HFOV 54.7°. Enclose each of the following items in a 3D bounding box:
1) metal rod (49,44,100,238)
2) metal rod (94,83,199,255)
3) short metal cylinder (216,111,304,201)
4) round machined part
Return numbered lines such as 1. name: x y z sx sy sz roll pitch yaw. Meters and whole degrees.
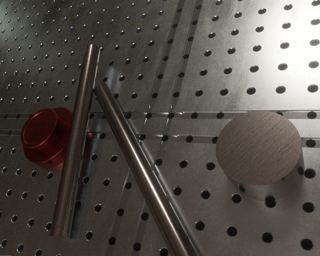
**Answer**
1. metal rod: -0.119 0.002 0.454 0.025 0.025 0.299 -9 62 23
2. metal rod: -0.031 0.039 0.399 0.025 0.025 0.300 -35 51 4
3. short metal cylinder: 0.104 0.029 0.320 0.080 0.050 0.080 -13 56 20
4. round machined part: -0.174 0.009 0.481 0.098 0.042 0.098 -13 56 20
